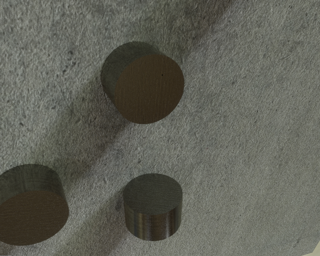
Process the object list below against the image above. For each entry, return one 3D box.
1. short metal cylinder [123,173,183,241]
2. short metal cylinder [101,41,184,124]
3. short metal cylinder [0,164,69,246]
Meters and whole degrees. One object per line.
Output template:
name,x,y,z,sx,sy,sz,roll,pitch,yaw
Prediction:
short metal cylinder,-0.010,0.109,0.433,0.081,0.080,0.050,-13,124,-21
short metal cylinder,-0.020,-0.051,0.348,0.081,0.050,0.079,-14,124,-21
short metal cylinder,-0.152,0.089,0.362,0.081,0.050,0.079,-14,124,-21
